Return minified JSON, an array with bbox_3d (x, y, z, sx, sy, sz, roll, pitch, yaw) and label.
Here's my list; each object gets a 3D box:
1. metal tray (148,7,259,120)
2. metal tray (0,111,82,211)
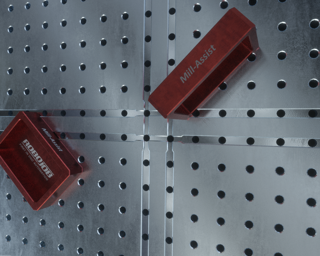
[{"bbox_3d":[0.054,-0.066,0.359,0.130,0.090,0.030,-46,76,14],"label":"metal tray"},{"bbox_3d":[-0.193,0.049,0.478,0.090,0.030,0.130,-46,76,14],"label":"metal tray"}]
